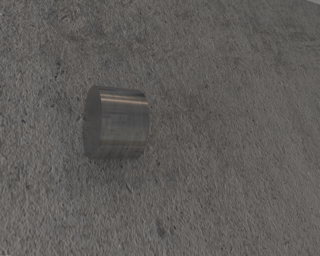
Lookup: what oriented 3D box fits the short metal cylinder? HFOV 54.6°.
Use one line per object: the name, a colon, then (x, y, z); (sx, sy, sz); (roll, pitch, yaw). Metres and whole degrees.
short metal cylinder: (-0.051, -0.005, 0.344); (0.050, 0.080, 0.080); (3, 60, -27)
